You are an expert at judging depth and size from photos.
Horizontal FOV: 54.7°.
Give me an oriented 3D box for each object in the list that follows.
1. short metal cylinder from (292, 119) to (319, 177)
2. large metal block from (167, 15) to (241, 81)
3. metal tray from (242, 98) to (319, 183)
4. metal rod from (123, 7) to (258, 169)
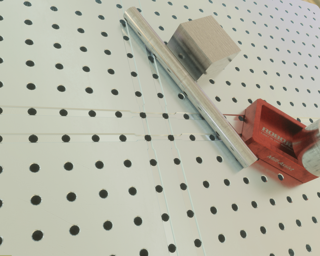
[{"bbox_3d":[0.252,0.028,0.471,0.081,0.050,0.080,14,56,-21],"label":"short metal cylinder"},{"bbox_3d":[0.072,-0.132,0.511,0.081,0.050,0.080,-29,78,-37],"label":"large metal block"},{"bbox_3d":[0.196,0.020,0.497,0.131,0.030,0.090,29,52,-10],"label":"metal tray"},{"bbox_3d":[0.042,-0.066,0.470,0.025,0.025,0.300,-31,79,-38],"label":"metal rod"}]
